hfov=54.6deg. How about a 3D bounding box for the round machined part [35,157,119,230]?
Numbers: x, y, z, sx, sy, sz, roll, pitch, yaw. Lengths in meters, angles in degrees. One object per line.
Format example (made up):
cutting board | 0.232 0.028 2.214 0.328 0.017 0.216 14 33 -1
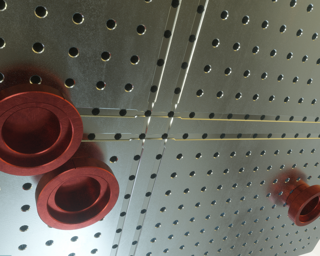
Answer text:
round machined part | -0.105 0.077 0.390 0.099 0.042 0.097 -14 124 -21

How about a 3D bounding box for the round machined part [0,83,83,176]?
round machined part | -0.134 -0.002 0.323 0.099 0.042 0.097 -16 127 -22

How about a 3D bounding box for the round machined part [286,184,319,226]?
round machined part | 0.314 0.161 0.670 0.099 0.042 0.097 -14 124 -21
